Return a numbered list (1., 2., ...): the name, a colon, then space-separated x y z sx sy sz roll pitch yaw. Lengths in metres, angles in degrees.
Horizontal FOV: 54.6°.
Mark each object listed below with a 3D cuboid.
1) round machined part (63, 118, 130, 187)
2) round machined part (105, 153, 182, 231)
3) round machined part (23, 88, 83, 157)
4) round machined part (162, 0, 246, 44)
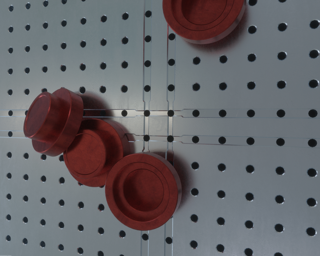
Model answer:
1. round machined part: -0.096 0.035 0.438 0.098 0.042 0.097 0 90 20
2. round machined part: -0.019 0.080 0.409 0.098 0.042 0.097 0 91 17
3. round machined part: -0.155 -0.012 0.436 0.098 0.042 0.098 -21 56 36
4. round machined part: 0.056 -0.152 0.384 0.098 0.042 0.097 0 90 20
